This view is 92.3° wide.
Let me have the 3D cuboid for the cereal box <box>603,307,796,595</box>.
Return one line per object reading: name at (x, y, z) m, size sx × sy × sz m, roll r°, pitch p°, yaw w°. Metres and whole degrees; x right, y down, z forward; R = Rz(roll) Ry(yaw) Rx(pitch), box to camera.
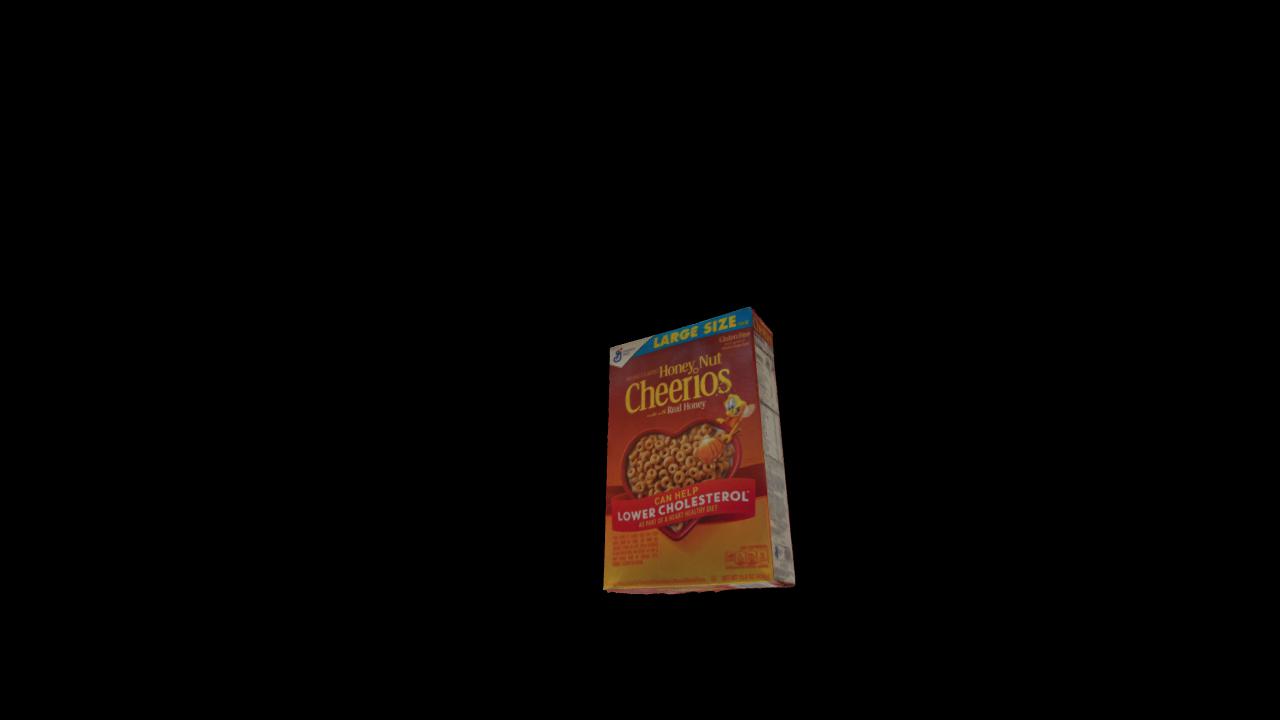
cereal box at (0.060, 0.107, 0.716) m, size 0.203 × 0.306 × 0.081 m, roll -14°, pitch -28°, yaw 29°
